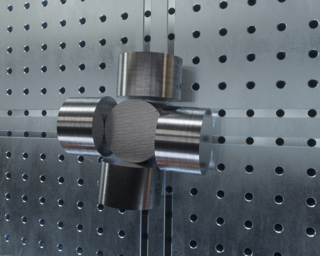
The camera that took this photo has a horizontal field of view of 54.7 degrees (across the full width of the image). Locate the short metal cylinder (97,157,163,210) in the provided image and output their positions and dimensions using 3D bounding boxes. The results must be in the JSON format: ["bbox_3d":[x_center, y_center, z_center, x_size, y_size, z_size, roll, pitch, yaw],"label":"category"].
[{"bbox_3d":[-0.037,0.068,0.395,0.080,0.080,0.050,7,92,20],"label":"short metal cylinder"}]

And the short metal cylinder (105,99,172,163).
[{"bbox_3d":[-0.025,0.003,0.409,0.080,0.050,0.080,0,90,18],"label":"short metal cylinder"}]

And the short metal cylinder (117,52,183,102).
[{"bbox_3d":[-0.013,-0.061,0.387,0.080,0.080,0.050,3,91,20],"label":"short metal cylinder"}]

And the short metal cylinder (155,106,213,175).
[{"bbox_3d":[0.031,0.014,0.372,0.050,0.080,0.079,4,92,19],"label":"short metal cylinder"}]

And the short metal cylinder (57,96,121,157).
[{"bbox_3d":[-0.092,-0.003,0.416,0.050,0.080,0.079,2,91,19],"label":"short metal cylinder"}]
